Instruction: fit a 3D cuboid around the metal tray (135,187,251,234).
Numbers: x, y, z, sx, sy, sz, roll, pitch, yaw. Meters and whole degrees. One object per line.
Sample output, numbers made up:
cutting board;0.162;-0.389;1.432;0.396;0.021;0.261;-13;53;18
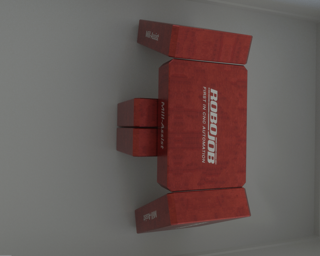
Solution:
metal tray;0.031;0.099;0.363;0.091;0.129;0.030;1;68;-21

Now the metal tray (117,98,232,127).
metal tray;0.021;-0.016;0.382;0.131;0.090;0.030;1;90;-20

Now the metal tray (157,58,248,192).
metal tray;0.045;-0.002;0.327;0.091;0.030;0.129;1;90;-21

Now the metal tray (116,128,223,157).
metal tray;0.020;0.015;0.382;0.131;0.090;0.030;1;90;-20

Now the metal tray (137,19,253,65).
metal tray;0.033;-0.104;0.364;0.091;0.130;0.030;1;110;-20
